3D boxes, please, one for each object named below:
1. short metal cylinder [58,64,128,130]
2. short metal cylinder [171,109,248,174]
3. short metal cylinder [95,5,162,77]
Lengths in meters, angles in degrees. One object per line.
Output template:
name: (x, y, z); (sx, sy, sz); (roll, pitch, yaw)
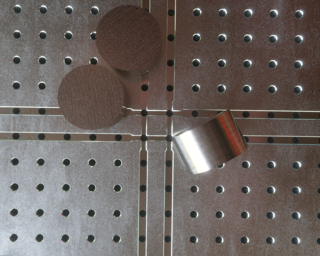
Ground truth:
short metal cylinder: (-0.084, -0.038, 0.400); (0.081, 0.050, 0.079); (0, 90, 0)
short metal cylinder: (0.061, 0.017, 0.386); (0.080, 0.080, 0.050); (-27, 90, 0)
short metal cylinder: (-0.038, -0.110, 0.400); (0.081, 0.050, 0.079); (0, 90, 0)
